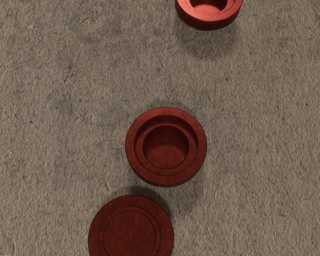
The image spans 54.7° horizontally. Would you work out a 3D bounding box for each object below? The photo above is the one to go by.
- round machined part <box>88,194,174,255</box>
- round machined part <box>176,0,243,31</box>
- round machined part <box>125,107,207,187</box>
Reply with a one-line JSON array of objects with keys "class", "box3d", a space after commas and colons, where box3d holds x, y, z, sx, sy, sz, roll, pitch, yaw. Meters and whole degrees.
[{"class": "round machined part", "box3d": [-0.033, 0.125, 0.353, 0.099, 0.042, 0.098, 0, 70, -1]}, {"class": "round machined part", "box3d": [0.072, -0.188, 0.469, 0.099, 0.042, 0.098, 0, 70, -1]}, {"class": "round machined part", "box3d": [0.007, 0.026, 0.390, 0.099, 0.042, 0.098, 0, 70, -1]}]
